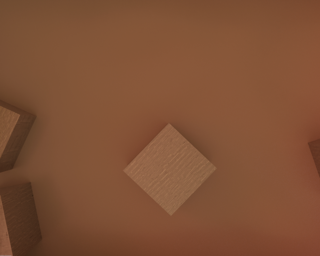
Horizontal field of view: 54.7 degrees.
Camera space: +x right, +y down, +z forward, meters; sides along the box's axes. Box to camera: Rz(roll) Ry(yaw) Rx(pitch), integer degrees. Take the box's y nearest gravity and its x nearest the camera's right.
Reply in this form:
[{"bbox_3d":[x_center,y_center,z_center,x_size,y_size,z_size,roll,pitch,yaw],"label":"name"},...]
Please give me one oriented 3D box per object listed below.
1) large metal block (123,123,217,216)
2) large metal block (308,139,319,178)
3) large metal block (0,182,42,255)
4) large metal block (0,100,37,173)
[{"bbox_3d":[0.012,0.050,0.399,0.080,0.050,0.080,44,90,0],"label":"large metal block"},{"bbox_3d":[0.240,0.050,0.386,0.050,0.080,0.080,-19,90,0],"label":"large metal block"},{"bbox_3d":[-0.193,0.118,0.382,0.050,0.080,0.080,-11,90,0],"label":"large metal block"},{"bbox_3d":[-0.221,0.004,0.397,0.080,0.050,0.080,25,90,0],"label":"large metal block"}]
